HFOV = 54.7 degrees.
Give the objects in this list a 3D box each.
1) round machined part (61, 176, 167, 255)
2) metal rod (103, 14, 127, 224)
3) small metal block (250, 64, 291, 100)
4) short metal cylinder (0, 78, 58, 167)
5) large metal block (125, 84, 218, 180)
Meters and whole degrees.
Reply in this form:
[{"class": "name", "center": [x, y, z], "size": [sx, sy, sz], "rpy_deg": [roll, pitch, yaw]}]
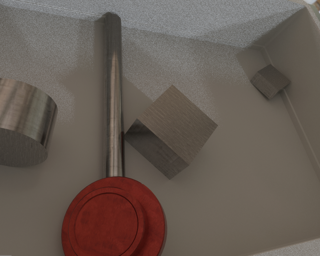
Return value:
[{"class": "round machined part", "center": [-0.044, 0.092, 0.287], "size": [0.099, 0.042, 0.098], "rpy_deg": [-3, 66, 6]}, {"class": "metal rod", "center": [-0.059, -0.032, 0.394], "size": [0.025, 0.025, 0.299], "rpy_deg": [9, 58, -24]}, {"class": "small metal block", "center": [0.201, -0.085, 0.564], "size": [0.050, 0.025, 0.050], "rpy_deg": [-31, 70, -38]}, {"class": "short metal cylinder", "center": [-0.144, -0.002, 0.295], "size": [0.081, 0.080, 0.050], "rpy_deg": [14, 56, -21]}, {"class": "large metal block", "center": [0.014, 0.004, 0.396], "size": [0.080, 0.050, 0.080], "rpy_deg": [42, 51, 0]}]
